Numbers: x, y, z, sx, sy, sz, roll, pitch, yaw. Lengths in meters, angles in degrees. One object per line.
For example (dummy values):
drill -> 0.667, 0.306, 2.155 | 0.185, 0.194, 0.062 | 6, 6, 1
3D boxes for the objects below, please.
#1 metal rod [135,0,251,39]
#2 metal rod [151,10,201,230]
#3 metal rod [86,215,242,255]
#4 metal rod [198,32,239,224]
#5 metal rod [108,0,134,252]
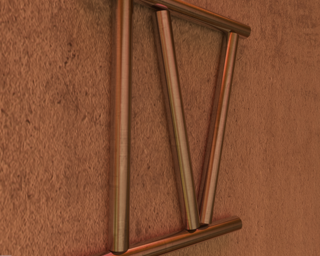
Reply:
metal rod -> 0.030, -0.167, 0.433 | 0.302, 0.025, 0.025 | 1, 89, -40
metal rod -> 0.024, -0.005, 0.427 | 0.025, 0.025, 0.298 | -15, 100, -39
metal rod -> 0.011, 0.156, 0.417 | 0.302, 0.025, 0.025 | 1, 89, -40
metal rod -> 0.091, -0.005, 0.484 | 0.025, 0.025, 0.299 | 17, 79, -39
metal rod -> -0.046, -0.008, 0.368 | 0.025, 0.025, 0.298 | 2, 89, -40
